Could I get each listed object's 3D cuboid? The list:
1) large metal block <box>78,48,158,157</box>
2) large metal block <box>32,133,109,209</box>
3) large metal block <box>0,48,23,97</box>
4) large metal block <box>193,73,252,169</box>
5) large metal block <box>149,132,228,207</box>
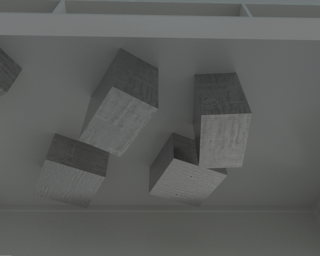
[{"bbox_3d":[-0.044,-0.029,0.348,0.050,0.080,0.080,26,125,-21],"label":"large metal block"},{"bbox_3d":[-0.127,0.064,0.445,0.080,0.050,0.079,21,127,-17],"label":"large metal block"},{"bbox_3d":[-0.217,-0.063,0.336,0.080,0.050,0.080,-25,126,19],"label":"large metal block"},{"bbox_3d":[0.068,-0.009,0.366,0.050,0.080,0.079,-2,130,1],"label":"large metal block"},{"bbox_3d":[0.037,0.062,0.446,0.081,0.050,0.079,19,128,-16],"label":"large metal block"}]
